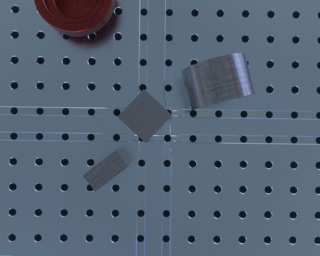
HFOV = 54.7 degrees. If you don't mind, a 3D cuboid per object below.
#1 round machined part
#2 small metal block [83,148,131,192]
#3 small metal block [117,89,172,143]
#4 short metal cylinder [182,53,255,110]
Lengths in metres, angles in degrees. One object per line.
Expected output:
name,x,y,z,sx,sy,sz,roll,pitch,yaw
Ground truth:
round machined part,-0.107,-0.167,0.403,0.099,0.042,0.097,0,90,-1
small metal block,-0.066,0.052,0.400,0.050,0.050,0.025,-37,90,0
small metal block,-0.020,-0.015,0.413,0.050,0.025,0.050,43,90,-1
short metal cylinder,0.072,-0.056,0.387,0.080,0.080,0.050,-14,90,0
